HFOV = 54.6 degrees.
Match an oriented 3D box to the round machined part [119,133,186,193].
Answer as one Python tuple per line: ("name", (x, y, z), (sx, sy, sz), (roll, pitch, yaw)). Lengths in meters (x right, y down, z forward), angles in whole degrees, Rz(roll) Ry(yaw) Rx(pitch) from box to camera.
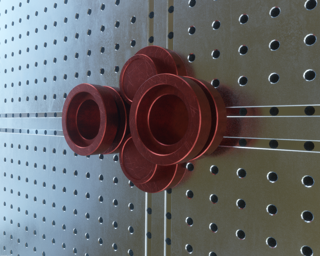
("round machined part", (-0.016, 0.038, 0.412), (0.098, 0.042, 0.097), (0, 90, 40))

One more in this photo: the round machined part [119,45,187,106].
("round machined part", (-0.016, -0.061, 0.412), (0.098, 0.042, 0.097), (0, 90, 40))

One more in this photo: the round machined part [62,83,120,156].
("round machined part", (-0.091, -0.012, 0.432), (0.098, 0.042, 0.097), (0, 90, 40))

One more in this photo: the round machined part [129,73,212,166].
("round machined part", (0.015, -0.009, 0.344), (0.098, 0.042, 0.097), (0, 90, 40))

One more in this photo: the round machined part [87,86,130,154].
("round machined part", (-0.068, -0.011, 0.455), (0.098, 0.042, 0.097), (0, 90, 40))

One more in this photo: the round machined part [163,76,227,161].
("round machined part", (0.036, -0.010, 0.369), (0.098, 0.042, 0.097), (0, 90, 40))
